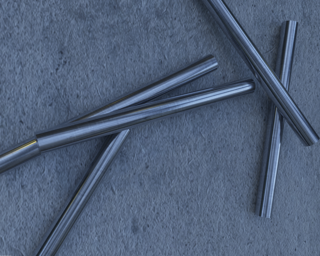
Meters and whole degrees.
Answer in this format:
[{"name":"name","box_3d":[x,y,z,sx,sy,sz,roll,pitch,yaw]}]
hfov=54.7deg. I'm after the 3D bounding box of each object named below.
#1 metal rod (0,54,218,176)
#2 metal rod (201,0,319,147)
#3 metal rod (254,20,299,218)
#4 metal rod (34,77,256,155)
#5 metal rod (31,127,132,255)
[{"name":"metal rod","box_3d":[-0.054,-0.025,0.388,0.302,0.025,0.025,-28,99,-18]},{"name":"metal rod","box_3d":[0.133,-0.099,0.440,0.025,0.025,0.300,-39,96,-16]},{"name":"metal rod","box_3d":[0.179,-0.015,0.474,0.025,0.025,0.298,10,87,-20]},{"name":"metal rod","box_3d":[0.001,-0.023,0.392,0.302,0.025,0.025,-17,96,-26]},{"name":"metal rod","box_3d":[-0.121,0.126,0.364,0.025,0.025,0.300,34,79,-17]}]
